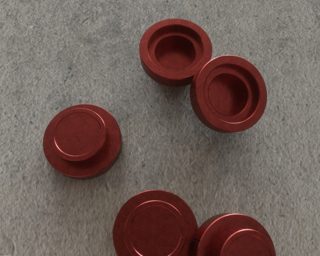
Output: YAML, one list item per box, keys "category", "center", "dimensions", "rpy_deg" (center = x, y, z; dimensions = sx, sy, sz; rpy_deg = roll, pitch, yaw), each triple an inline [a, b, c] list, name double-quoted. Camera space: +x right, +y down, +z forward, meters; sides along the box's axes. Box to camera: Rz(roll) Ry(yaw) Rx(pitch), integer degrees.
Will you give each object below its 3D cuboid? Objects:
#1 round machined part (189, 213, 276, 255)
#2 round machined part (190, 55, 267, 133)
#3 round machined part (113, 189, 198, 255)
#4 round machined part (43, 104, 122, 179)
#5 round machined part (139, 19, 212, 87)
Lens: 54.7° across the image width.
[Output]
- category: "round machined part"
  center: [0.085, 0.143, 0.333]
  dimensions: [0.099, 0.042, 0.098]
  rpy_deg: [4, 75, -17]
- category: "round machined part"
  center: [0.085, -0.042, 0.405]
  dimensions: [0.099, 0.042, 0.097]
  rpy_deg: [1, 84, -15]
- category: "round machined part"
  center: [-0.005, 0.120, 0.355]
  dimensions: [0.099, 0.042, 0.098]
  rpy_deg: [0, 70, -1]
- category: "round machined part"
  center: [-0.099, 0.014, 0.393]
  dimensions: [0.099, 0.042, 0.098]
  rpy_deg: [0, 70, -1]
- category: "round machined part"
  center: [0.021, -0.101, 0.436]
  dimensions: [0.099, 0.042, 0.098]
  rpy_deg: [0, 70, 0]
